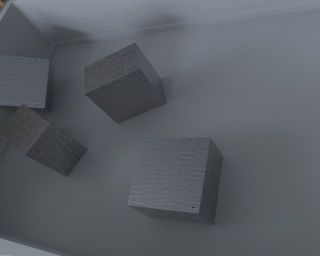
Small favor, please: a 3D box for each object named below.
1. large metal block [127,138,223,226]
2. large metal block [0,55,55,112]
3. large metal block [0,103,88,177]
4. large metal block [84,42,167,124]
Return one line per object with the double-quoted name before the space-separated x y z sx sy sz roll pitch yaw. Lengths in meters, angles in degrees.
"large metal block" 0.020 0.057 0.344 0.080 0.050 0.080 -1 61 27
"large metal block" -0.224 -0.071 0.512 0.081 0.050 0.080 4 85 -9
"large metal block" -0.166 0.018 0.447 0.080 0.080 0.050 27 77 37
"large metal block" -0.047 -0.059 0.432 0.080 0.080 0.050 -22 54 15
